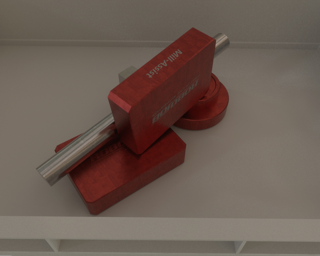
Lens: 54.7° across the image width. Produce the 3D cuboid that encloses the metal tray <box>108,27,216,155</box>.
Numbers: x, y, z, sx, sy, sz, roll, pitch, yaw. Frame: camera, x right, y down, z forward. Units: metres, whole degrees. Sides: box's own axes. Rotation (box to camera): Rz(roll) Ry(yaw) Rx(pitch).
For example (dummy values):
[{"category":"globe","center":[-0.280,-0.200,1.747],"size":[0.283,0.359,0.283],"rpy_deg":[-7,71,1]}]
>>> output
[{"category":"metal tray","center":[0.007,-0.040,0.346],"size":[0.030,0.090,0.131],"rpy_deg":[37,65,23]}]

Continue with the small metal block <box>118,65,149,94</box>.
[{"category":"small metal block","center":[-0.030,-0.050,0.429],"size":[0.025,0.050,0.050],"rpy_deg":[-37,60,-27]}]

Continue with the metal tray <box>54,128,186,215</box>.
[{"category":"metal tray","center":[-0.046,0.032,0.373],"size":[0.131,0.030,0.090],"rpy_deg":[-28,56,-22]}]

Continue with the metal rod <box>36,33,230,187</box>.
[{"category":"metal rod","center":[-0.016,-0.037,0.383],"size":[0.025,0.025,0.301],"rpy_deg":[37,63,26]}]

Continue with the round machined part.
[{"category":"round machined part","center":[0.047,-0.048,0.432],"size":[0.099,0.042,0.098],"rpy_deg":[0,50,0]}]
